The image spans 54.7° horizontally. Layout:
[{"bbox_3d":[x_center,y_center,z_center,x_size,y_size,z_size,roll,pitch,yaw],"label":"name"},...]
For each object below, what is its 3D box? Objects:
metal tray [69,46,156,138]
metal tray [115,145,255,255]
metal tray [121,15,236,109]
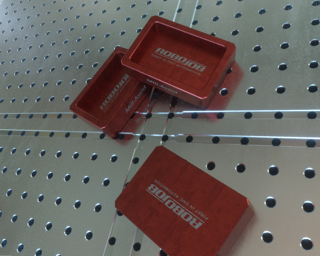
[{"bbox_3d":[-0.067,-0.059,0.474,0.090,0.030,0.130,27,76,37],"label":"metal tray"},{"bbox_3d":[0.022,0.086,0.340,0.130,0.030,0.090,30,78,37],"label":"metal tray"},{"bbox_3d":[0.025,-0.093,0.423,0.130,0.030,0.090,26,75,18],"label":"metal tray"}]
